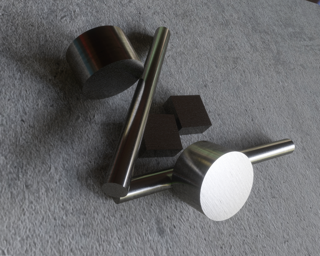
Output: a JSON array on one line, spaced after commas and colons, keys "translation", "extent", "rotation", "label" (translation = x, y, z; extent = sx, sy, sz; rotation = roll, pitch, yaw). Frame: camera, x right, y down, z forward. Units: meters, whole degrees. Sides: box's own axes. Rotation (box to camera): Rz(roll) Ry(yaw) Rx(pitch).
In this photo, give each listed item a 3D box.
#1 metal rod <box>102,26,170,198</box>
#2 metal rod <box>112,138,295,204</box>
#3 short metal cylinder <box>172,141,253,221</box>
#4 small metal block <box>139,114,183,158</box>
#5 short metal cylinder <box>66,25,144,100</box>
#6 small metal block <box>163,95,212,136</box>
[{"translation": [-0.019, -0.047, 0.395], "extent": [0.025, 0.025, 0.300], "rotation": [25, 45, -13], "label": "metal rod"}, {"translation": [0.078, 0.050, 0.415], "extent": [0.303, 0.025, 0.025], "rotation": [-9, 67, -32], "label": "metal rod"}, {"translation": [0.061, 0.059, 0.359], "extent": [0.081, 0.050, 0.079], "rotation": [-9, 107, -32], "label": "short metal cylinder"}, {"translation": [-0.004, 0.010, 0.396], "extent": [0.050, 0.025, 0.050], "rotation": [1, 61, -28], "label": "small metal block"}, {"translation": [-0.067, -0.078, 0.380], "extent": [0.081, 0.080, 0.050], "rotation": [-18, 71, -35], "label": "short metal cylinder"}, {"translation": [0.038, -0.018, 0.435], "extent": [0.050, 0.025, 0.050], "rotation": [-5, 64, -31], "label": "small metal block"}]
